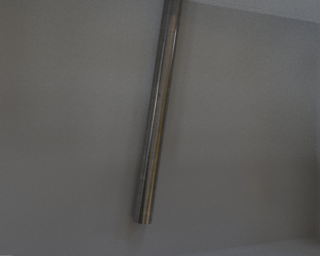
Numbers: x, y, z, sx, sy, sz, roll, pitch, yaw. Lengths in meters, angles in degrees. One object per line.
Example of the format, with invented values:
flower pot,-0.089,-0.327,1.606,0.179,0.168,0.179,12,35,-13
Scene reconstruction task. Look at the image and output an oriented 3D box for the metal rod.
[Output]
metal rod,-0.002,-0.027,0.409,0.025,0.025,0.299,9,87,-20
